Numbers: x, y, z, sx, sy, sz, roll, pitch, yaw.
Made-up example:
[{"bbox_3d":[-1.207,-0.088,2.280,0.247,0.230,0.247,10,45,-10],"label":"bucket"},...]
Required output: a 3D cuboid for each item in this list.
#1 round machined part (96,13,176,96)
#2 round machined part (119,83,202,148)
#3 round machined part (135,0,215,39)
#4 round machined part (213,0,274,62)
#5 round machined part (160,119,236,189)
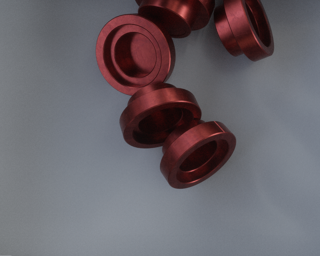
[{"bbox_3d":[-0.027,-0.092,0.389,0.098,0.042,0.097,8,114,18],"label":"round machined part"},{"bbox_3d":[-0.002,-0.018,0.382,0.098,0.098,0.042,-20,60,0],"label":"round machined part"},{"bbox_3d":[0.012,-0.144,0.373,0.098,0.098,0.042,22,82,-1],"label":"round machined part"},{"bbox_3d":[0.102,-0.128,0.386,0.042,0.099,0.097,-18,90,35],"label":"round machined part"},{"bbox_3d":[0.042,0.028,0.385,0.098,0.098,0.042,-37,55,0],"label":"round machined part"}]
